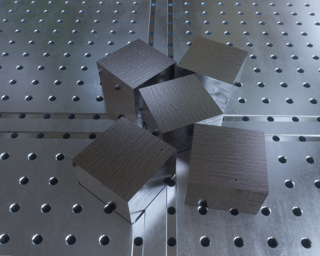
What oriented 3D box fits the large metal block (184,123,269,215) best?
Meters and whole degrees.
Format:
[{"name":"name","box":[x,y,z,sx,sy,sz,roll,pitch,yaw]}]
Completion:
[{"name":"large metal block","box":[0.074,0.045,0.354,0.080,0.050,0.080,7,50,5]}]

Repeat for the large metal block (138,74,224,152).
[{"name":"large metal block","box":[0.025,-0.018,0.406,0.081,0.050,0.080,-18,52,-14]}]

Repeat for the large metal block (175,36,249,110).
[{"name":"large metal block","box":[0.076,-0.084,0.461,0.080,0.050,0.080,22,54,14]}]

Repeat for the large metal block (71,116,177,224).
[{"name":"large metal block","box":[-0.038,0.045,0.352,0.080,0.050,0.080,30,56,23]}]

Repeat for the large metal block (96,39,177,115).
[{"name":"large metal block","box":[-0.033,-0.078,0.457,0.080,0.050,0.080,-37,59,-26]}]
